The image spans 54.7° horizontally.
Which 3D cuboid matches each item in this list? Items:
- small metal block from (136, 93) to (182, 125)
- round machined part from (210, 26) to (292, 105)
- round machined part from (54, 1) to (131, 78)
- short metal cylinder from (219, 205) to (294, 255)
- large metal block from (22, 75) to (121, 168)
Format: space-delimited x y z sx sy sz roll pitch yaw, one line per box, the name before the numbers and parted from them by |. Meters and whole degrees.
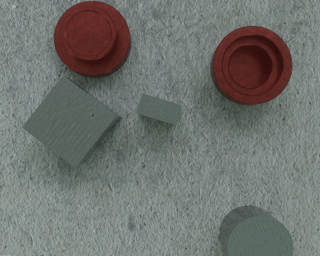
small metal block | -0.001 -0.023 0.398 0.050 0.050 0.025 17 90 -1
round machined part | 0.115 -0.078 0.403 0.099 0.042 0.097 0 90 -1
round machined part | -0.088 -0.116 0.400 0.099 0.042 0.097 0 90 -1
short metal cylinder | 0.121 0.146 0.399 0.081 0.050 0.079 0 90 -1
large metal block | -0.109 -0.008 0.396 0.080 0.050 0.080 38 90 -1
